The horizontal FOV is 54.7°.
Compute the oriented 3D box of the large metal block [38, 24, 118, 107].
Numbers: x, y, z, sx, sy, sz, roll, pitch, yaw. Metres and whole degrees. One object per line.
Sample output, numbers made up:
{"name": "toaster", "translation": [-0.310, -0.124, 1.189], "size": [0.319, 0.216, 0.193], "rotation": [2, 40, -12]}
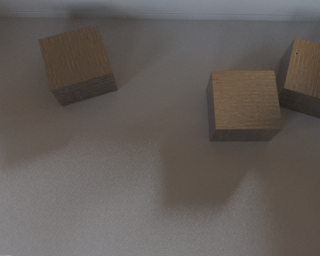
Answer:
{"name": "large metal block", "translation": [-0.111, -0.086, 0.427], "size": [0.080, 0.050, 0.080], "rotation": [-18, 71, -6]}

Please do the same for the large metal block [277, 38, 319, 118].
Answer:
{"name": "large metal block", "translation": [0.207, -0.066, 0.422], "size": [0.080, 0.050, 0.080], "rotation": [17, 71, 6]}

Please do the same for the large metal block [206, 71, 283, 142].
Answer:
{"name": "large metal block", "translation": [0.107, -0.028, 0.407], "size": [0.081, 0.050, 0.080], "rotation": [0, 70, 0]}
